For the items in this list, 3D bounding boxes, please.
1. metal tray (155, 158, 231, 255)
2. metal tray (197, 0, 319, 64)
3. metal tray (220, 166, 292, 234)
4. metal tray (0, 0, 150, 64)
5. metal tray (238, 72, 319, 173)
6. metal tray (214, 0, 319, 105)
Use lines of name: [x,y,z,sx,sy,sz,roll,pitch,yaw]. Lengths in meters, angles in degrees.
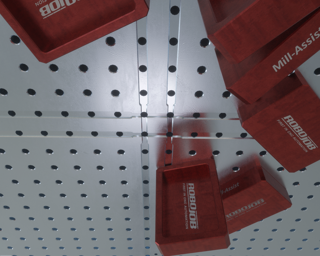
metal tray: [0.041,0.105,0.432,0.090,0.130,0.030,-11,129,9]
metal tray: [0.075,-0.116,0.245,0.090,0.130,0.030,-35,122,26]
metal tray: [0.136,0.124,0.515,0.130,0.030,0.090,-35,122,26]
metal tray: [-0.086,-0.128,0.298,0.130,0.030,0.090,-20,128,16]
metal tray: [0.177,-0.001,0.408,0.090,0.030,0.130,-36,122,26]
metal tray: [0.113,-0.093,0.290,0.030,0.090,0.129,32,123,-24]
